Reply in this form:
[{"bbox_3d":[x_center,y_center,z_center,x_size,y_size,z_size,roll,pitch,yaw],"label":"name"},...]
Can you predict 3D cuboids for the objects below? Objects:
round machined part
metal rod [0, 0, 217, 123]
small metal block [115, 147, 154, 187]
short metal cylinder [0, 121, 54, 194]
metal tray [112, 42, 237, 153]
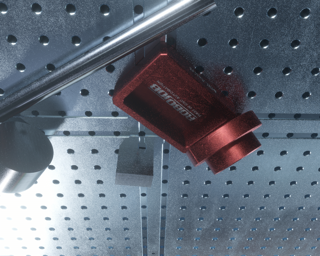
[{"bbox_3d":[0.085,0.023,0.384,0.098,0.099,0.042,-38,77,27],"label":"round machined part"},{"bbox_3d":[-0.080,-0.073,0.348,0.300,0.025,0.025,-23,127,18],"label":"metal rod"},{"bbox_3d":[-0.036,0.055,0.442,0.050,0.050,0.025,6,130,-6],"label":"small metal block"},{"bbox_3d":[-0.189,0.038,0.405,0.080,0.080,0.050,30,124,-24],"label":"short metal cylinder"},{"bbox_3d":[0.019,-0.031,0.382,0.130,0.030,0.090,36,121,-27],"label":"metal tray"}]
